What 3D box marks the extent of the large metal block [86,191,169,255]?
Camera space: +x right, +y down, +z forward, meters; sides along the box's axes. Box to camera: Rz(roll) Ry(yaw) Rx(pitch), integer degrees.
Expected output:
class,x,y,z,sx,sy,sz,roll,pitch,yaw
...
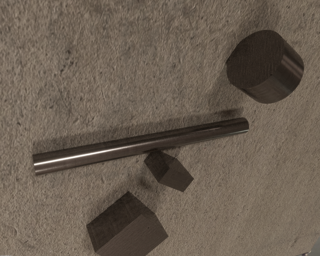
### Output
class,x,y,z,sx,sy,sz,roll,pitch,yaw
large metal block,-0.048,0.154,0.462,0.080,0.050,0.080,-40,130,-2

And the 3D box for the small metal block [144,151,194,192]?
class,x,y,z,sx,sy,sz,roll,pitch,yaw
small metal block,0.012,0.059,0.436,0.050,0.050,0.025,29,102,-38

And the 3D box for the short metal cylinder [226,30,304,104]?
class,x,y,z,sx,sy,sz,roll,pitch,yaw
short metal cylinder,0.134,-0.077,0.399,0.050,0.080,0.080,25,105,-37

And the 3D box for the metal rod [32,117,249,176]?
class,x,y,z,sx,sy,sz,roll,pitch,yaw
metal rod,-0.008,0.019,0.415,0.303,0.025,0.025,-10,123,-24
